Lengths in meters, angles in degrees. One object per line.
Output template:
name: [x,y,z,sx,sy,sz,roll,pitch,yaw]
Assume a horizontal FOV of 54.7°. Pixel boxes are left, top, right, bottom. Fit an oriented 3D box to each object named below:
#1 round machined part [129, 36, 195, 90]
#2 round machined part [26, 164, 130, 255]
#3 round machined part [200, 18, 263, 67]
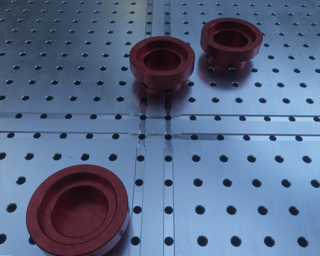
round machined part: [0.003,-0.096,0.477,0.099,0.042,0.098,0,50,0]
round machined part: [-0.081,0.090,0.320,0.099,0.042,0.098,0,50,0]
round machined part: [0.116,-0.139,0.515,0.099,0.042,0.098,0,50,0]
